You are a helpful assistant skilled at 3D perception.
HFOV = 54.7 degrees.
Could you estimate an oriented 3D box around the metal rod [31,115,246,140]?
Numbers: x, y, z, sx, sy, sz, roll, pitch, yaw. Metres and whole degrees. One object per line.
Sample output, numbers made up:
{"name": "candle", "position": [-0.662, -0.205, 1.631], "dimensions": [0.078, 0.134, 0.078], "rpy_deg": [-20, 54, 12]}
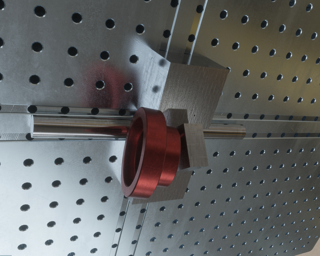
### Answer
{"name": "metal rod", "position": [-0.007, 0.002, 0.409], "dimensions": [0.303, 0.025, 0.025], "rpy_deg": [2, 118, -29]}

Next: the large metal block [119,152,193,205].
{"name": "large metal block", "position": [-0.003, 0.054, 0.427], "dimensions": [0.081, 0.050, 0.079], "rpy_deg": [1, 118, -29]}

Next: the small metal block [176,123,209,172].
{"name": "small metal block", "position": [0.029, 0.025, 0.370], "dimensions": [0.025, 0.050, 0.050], "rpy_deg": [1, 74, -29]}

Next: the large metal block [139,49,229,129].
{"name": "large metal block", "position": [0.027, -0.046, 0.381], "dimensions": [0.081, 0.050, 0.079], "rpy_deg": [0, 118, -29]}

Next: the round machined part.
{"name": "round machined part", "position": [-0.009, 0.029, 0.339], "dimensions": [0.042, 0.098, 0.097], "rpy_deg": [11, 114, -17]}
